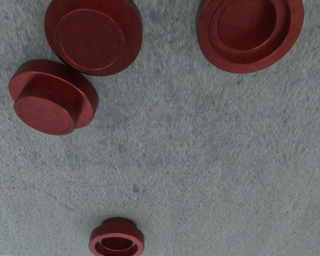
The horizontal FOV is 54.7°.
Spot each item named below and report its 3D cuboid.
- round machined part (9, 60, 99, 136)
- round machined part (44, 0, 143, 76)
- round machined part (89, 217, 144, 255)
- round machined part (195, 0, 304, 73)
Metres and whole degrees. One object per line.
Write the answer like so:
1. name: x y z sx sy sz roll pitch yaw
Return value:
1. round machined part: -0.124 -0.027 0.354 0.099 0.042 0.097 8 144 6
2. round machined part: -0.068 -0.094 0.315 0.099 0.042 0.097 -1 130 0
3. round machined part: -0.077 0.200 0.565 0.099 0.042 0.097 -1 130 0
4. round machined part: 0.084 -0.107 0.306 0.099 0.042 0.097 -1 130 0
